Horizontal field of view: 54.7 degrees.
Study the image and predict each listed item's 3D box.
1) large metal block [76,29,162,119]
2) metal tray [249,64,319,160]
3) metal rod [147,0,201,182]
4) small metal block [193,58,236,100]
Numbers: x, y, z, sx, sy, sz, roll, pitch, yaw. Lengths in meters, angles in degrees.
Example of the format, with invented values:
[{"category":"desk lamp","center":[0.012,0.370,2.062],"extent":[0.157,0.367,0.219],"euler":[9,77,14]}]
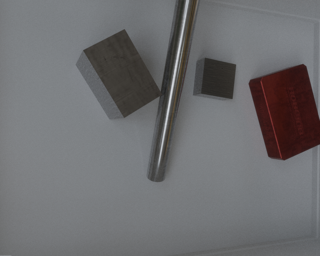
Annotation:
[{"category":"large metal block","center":[-0.051,-0.058,0.363],"extent":[0.050,0.080,0.080],"euler":[-34,101,-17]},{"category":"metal tray","center":[0.199,-0.025,0.483],"extent":[0.091,0.030,0.129],"euler":[-19,97,-19]},{"category":"metal rod","center":[0.018,-0.069,0.350],"extent":[0.025,0.025,0.298],"euler":[0,116,-20]},{"category":"small metal block","center":[0.078,-0.068,0.441],"extent":[0.050,0.025,0.050],"euler":[7,88,-20]}]
